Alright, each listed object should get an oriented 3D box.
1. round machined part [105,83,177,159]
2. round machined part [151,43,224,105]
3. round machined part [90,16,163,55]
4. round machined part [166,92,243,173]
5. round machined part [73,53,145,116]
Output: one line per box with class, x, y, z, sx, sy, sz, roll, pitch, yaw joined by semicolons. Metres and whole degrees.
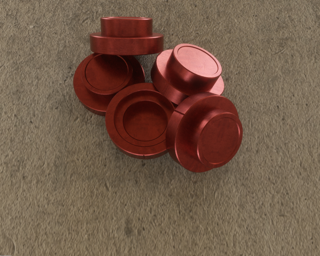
round machined part;-0.019;-0.006;0.402;0.099;0.042;0.098;0;70;-1
round machined part;0.041;-0.073;0.404;0.099;0.042;0.098;15;44;-15
round machined part;-0.044;-0.126;0.415;0.099;0.098;0.042;1;112;0
round machined part;0.059;0.009;0.368;0.098;0.098;0.042;-41;35;-14
round machined part;-0.070;-0.068;0.425;0.099;0.042;0.098;0;70;-1
